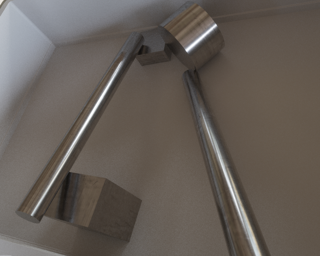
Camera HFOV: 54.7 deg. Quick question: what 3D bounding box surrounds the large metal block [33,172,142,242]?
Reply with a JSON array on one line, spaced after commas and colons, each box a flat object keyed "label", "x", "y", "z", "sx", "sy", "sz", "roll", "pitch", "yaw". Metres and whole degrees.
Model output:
[{"label": "large metal block", "x": -0.080, "y": 0.089, "z": 0.356, "sx": 0.080, "sy": 0.080, "sz": 0.050, "roll": 3, "pitch": 64, "yaw": 29}]

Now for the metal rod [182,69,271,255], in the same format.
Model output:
[{"label": "metal rod", "x": 0.051, "y": 0.013, "z": 0.302, "sx": 0.025, "sy": 0.025, "sz": 0.300, "roll": -25, "pitch": 31, "yaw": 12}]

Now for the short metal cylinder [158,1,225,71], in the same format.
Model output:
[{"label": "short metal cylinder", "x": 0.042, "y": -0.124, "z": 0.423, "sx": 0.050, "sy": 0.080, "sz": 0.080, "roll": -41, "pitch": 51, "yaw": 0}]

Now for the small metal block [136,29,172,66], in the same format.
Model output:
[{"label": "small metal block", "x": -0.008, "y": -0.129, "z": 0.487, "sx": 0.050, "sy": 0.025, "sz": 0.050, "roll": -4, "pitch": 60, "yaw": 25}]

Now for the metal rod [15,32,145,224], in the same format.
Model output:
[{"label": "metal rod", "x": -0.081, "y": -0.026, "z": 0.386, "sx": 0.025, "sy": 0.025, "sz": 0.300, "roll": -1, "pitch": 48, "yaw": 27}]
